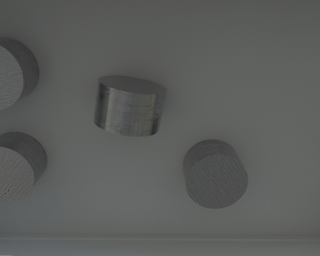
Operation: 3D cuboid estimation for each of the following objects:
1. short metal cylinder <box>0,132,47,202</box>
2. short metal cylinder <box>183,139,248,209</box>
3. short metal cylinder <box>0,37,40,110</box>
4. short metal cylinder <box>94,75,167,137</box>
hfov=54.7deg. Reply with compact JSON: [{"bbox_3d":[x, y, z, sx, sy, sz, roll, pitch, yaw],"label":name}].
[{"bbox_3d":[-0.200,0.051,0.414,0.081,0.050,0.079,0,110,-1],"label":"short metal cylinder"},{"bbox_3d":[0.073,0.062,0.422,0.081,0.050,0.079,0,110,-1],"label":"short metal cylinder"},{"bbox_3d":[-0.194,-0.066,0.371,0.081,0.050,0.079,0,110,-1],"label":"short metal cylinder"},{"bbox_3d":[-0.036,-0.028,0.371,0.081,0.080,0.050,10,110,-4],"label":"short metal cylinder"}]
